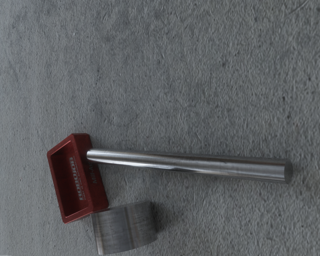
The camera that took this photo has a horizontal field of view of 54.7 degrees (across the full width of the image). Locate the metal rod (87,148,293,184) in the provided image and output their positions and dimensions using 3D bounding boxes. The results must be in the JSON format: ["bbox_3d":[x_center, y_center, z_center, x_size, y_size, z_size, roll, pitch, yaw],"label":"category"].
[{"bbox_3d":[0.009,0.043,0.397,0.300,0.025,0.025,0,90,40],"label":"metal rod"}]

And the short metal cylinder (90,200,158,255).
[{"bbox_3d":[-0.047,0.129,0.408,0.080,0.081,0.050,-20,77,38],"label":"short metal cylinder"}]

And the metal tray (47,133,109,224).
[{"bbox_3d":[-0.141,0.084,0.517,0.090,0.030,0.130,-31,71,35],"label":"metal tray"}]
